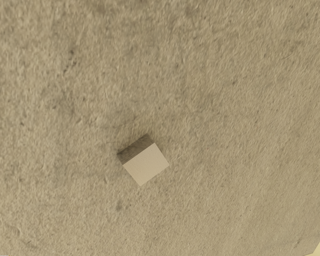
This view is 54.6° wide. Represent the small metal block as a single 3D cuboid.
[{"bbox_3d":[-0.022,0.043,0.421,0.050,0.025,0.050,-35,129,-5],"label":"small metal block"}]
